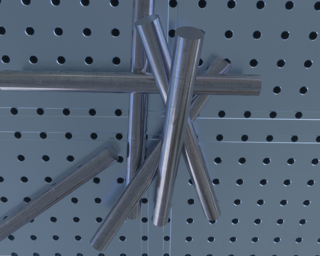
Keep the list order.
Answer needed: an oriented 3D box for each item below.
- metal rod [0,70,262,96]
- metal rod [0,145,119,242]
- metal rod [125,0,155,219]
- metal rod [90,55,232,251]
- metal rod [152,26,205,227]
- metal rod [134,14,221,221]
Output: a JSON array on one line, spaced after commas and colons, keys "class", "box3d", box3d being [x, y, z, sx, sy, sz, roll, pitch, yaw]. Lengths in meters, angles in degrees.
[{"class": "metal rod", "box3d": [-0.036, -0.053, 0.366, 0.302, 0.025, 0.025, 1, 110, 2]}, {"class": "metal rod", "box3d": [-0.185, 0.118, 0.455, 0.300, 0.025, 0.025, -35, 107, 12]}, {"class": "metal rod", "box3d": [-0.030, -0.012, 0.408, 0.025, 0.025, 0.298, 4, 110, -2]}, {"class": "metal rod", "box3d": [-0.004, 0.039, 0.407, 0.025, 0.025, 0.299, 32, 99, -11]}, {"class": "metal rod", "box3d": [0.013, 0.028, 0.364, 0.025, 0.025, 0.298, 5, 133, -2]}, {"class": "metal rod", "box3d": [0.033, 0.012, 0.379, 0.025, 0.025, 0.299, -17, 124, 6]}]
